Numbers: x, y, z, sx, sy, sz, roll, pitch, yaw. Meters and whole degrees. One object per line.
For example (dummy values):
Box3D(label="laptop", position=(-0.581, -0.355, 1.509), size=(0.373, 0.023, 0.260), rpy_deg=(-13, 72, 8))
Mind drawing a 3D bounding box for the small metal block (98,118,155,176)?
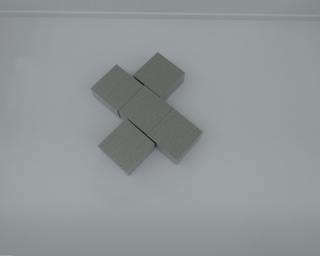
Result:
Box3D(label="small metal block", position=(-0.042, 0.025, 0.398), size=(0.050, 0.025, 0.050), rpy_deg=(41, 76, 13))

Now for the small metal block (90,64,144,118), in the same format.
Box3D(label="small metal block", position=(-0.057, -0.051, 0.425), size=(0.050, 0.025, 0.050), rpy_deg=(40, 75, 13))

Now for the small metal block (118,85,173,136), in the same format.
Box3D(label="small metal block", position=(-0.018, -0.020, 0.414), size=(0.050, 0.025, 0.050), rpy_deg=(40, 75, 13))

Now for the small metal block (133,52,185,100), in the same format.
Box3D(label="small metal block", position=(-0.001, -0.069, 0.432), size=(0.050, 0.025, 0.050), rpy_deg=(40, 74, 13))

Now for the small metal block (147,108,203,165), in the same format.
Box3D(label="small metal block", position=(0.019, 0.011, 0.403), size=(0.050, 0.025, 0.050), rpy_deg=(40, 75, 13))
